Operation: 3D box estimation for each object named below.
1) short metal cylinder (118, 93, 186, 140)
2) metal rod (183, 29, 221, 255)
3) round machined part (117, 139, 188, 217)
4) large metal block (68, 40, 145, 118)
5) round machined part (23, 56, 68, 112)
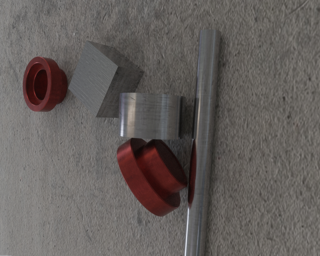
[{"bbox_3d":[-0.010,-0.015,0.377,0.080,0.081,0.050,5,94,40],"label":"short metal cylinder"},{"bbox_3d":[0.048,0.038,0.365,0.025,0.025,0.298,6,94,40],"label":"metal rod"},{"bbox_3d":[-0.003,0.050,0.365,0.042,0.098,0.098,-35,67,12],"label":"round machined part"},{"bbox_3d":[-0.081,-0.070,0.456,0.080,0.050,0.080,42,115,32],"label":"large metal block"},{"bbox_3d":[-0.205,-0.078,0.564,0.098,0.042,0.097,0,90,40],"label":"round machined part"}]
